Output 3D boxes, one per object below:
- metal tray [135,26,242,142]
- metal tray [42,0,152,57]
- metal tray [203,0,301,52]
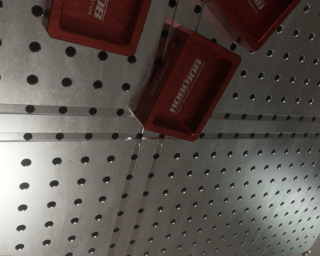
[{"bbox_3d":[0.036,-0.051,0.397,0.091,0.030,0.129,15,110,-35],"label":"metal tray"},{"bbox_3d":[-0.051,-0.142,0.293,0.091,0.030,0.129,7,115,-32],"label":"metal tray"},{"bbox_3d":[0.104,-0.165,0.364,0.130,0.030,0.090,34,99,-39],"label":"metal tray"}]
